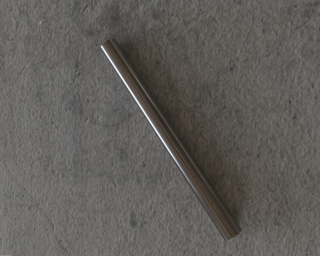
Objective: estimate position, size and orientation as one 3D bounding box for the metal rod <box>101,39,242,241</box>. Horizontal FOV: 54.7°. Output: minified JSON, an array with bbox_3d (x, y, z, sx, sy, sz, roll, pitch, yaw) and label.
[{"bbox_3d":[0.009,0.007,0.405,0.025,0.025,0.299,-36,79,16],"label":"metal rod"}]
